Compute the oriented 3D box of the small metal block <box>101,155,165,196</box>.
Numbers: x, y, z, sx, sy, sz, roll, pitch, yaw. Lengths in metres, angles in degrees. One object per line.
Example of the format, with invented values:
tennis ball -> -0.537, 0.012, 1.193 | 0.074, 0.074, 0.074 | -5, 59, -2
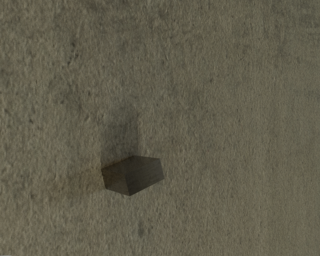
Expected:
small metal block -> -0.032, 0.054, 0.361 | 0.050, 0.050, 0.025 | -20, 103, -38
